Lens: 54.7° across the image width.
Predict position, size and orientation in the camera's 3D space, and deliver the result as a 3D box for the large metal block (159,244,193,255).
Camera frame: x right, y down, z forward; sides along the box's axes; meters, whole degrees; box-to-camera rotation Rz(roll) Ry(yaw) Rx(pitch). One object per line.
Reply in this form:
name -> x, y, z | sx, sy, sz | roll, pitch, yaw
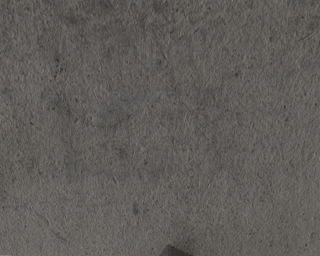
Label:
large metal block -> 0.014, 0.242, 0.470 | 0.050, 0.080, 0.080 | 28, 108, -10
